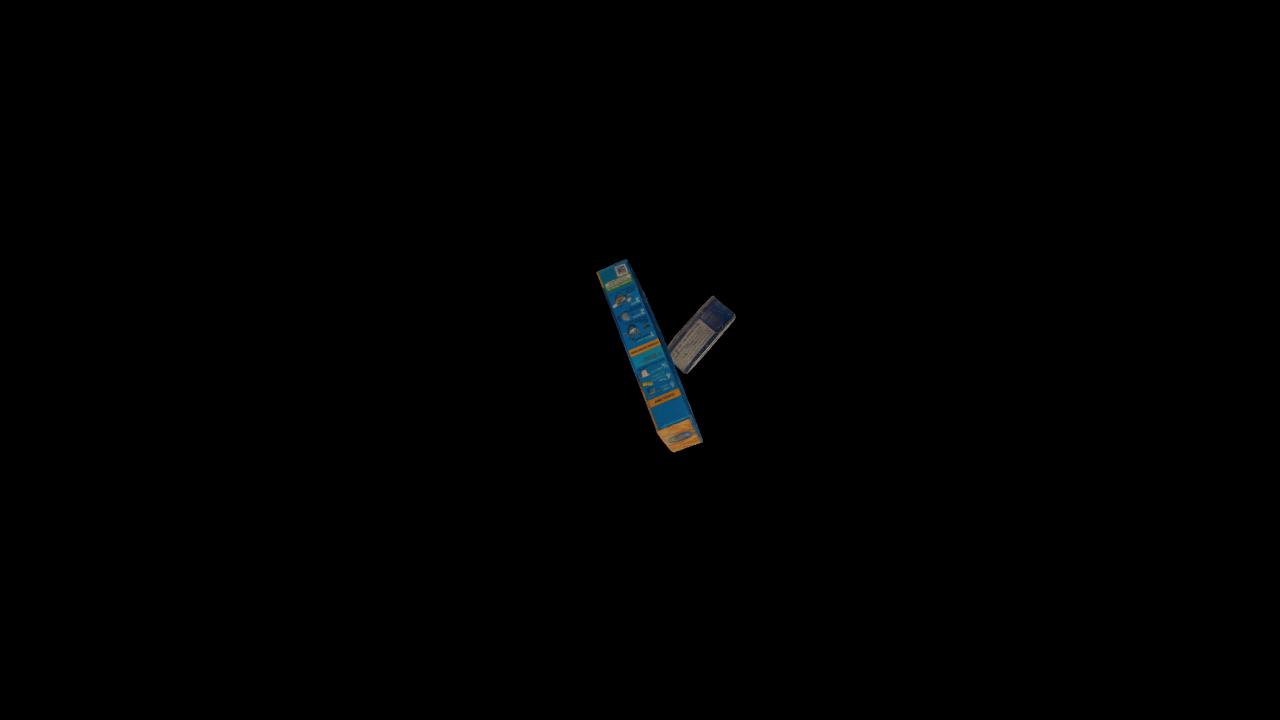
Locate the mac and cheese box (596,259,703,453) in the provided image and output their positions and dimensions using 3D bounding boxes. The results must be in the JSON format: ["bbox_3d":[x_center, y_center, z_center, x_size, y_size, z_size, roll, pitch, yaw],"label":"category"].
[{"bbox_3d":[0.010,-0.003,0.633,0.041,0.184,0.093,-22,-25,3],"label":"mac and cheese box"}]

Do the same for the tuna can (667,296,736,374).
[{"bbox_3d":[0.063,-0.026,0.650,0.034,0.084,0.084,41,4,5],"label":"tuna can"}]
